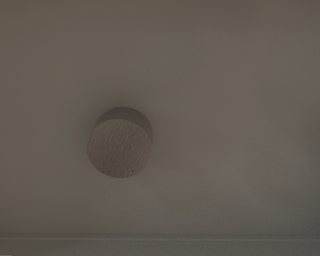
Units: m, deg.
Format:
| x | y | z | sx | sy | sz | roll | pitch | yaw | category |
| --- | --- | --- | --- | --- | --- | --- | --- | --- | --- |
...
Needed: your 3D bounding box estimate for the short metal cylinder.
| x | y | z | sx | sy | sz | roll | pitch | yaw | category |
| --- | --- | --- | --- | --- | --- | --- | --- | --- | --- |
| -0.050 | 0.018 | 0.404 | 0.081 | 0.050 | 0.079 | 0 | 110 | -1 | short metal cylinder |
